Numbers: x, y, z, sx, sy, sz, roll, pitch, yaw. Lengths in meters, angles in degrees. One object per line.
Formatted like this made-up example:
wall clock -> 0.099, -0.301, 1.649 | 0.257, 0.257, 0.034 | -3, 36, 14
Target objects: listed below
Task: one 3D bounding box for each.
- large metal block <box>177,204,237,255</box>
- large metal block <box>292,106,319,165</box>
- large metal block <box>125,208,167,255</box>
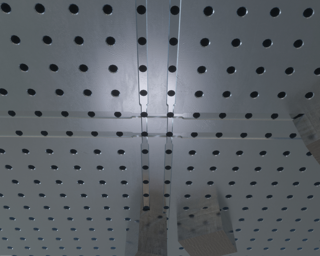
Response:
large metal block -> 0.084, 0.190, 0.557 | 0.080, 0.050, 0.080 | -20, 127, 16
large metal block -> 0.236, 0.010, 0.405 | 0.080, 0.050, 0.080 | -33, 123, 24
large metal block -> -0.026, 0.203, 0.548 | 0.050, 0.080, 0.080 | 17, 128, -14
